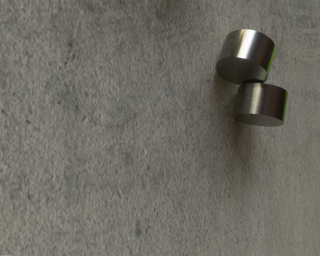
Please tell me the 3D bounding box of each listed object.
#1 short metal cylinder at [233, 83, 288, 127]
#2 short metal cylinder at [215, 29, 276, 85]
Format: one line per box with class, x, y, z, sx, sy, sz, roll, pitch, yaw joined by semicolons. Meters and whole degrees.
short metal cylinder;0.165;-0.036;0.510;0.080;0.080;0.050;19;78;-39
short metal cylinder;0.133;-0.107;0.483;0.080;0.080;0.050;33;70;-36
